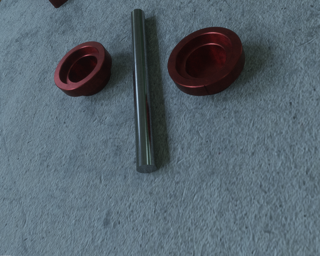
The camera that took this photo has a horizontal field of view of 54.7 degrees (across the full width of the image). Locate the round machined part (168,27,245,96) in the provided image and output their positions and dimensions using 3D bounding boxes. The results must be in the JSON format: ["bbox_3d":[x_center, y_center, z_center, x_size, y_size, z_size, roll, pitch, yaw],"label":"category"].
[{"bbox_3d":[0.063,-0.082,0.409,0.098,0.042,0.098,-13,56,20],"label":"round machined part"}]

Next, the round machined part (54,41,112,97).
[{"bbox_3d":[-0.121,-0.092,0.510,0.098,0.042,0.098,-13,56,20],"label":"round machined part"}]

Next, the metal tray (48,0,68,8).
[{"bbox_3d":[-0.234,-0.346,0.733,0.090,0.030,0.130,-36,51,3],"label":"metal tray"}]

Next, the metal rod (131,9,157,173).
[{"bbox_3d":[-0.028,-0.074,0.462,0.025,0.025,0.299,-17,55,18],"label":"metal rod"}]
